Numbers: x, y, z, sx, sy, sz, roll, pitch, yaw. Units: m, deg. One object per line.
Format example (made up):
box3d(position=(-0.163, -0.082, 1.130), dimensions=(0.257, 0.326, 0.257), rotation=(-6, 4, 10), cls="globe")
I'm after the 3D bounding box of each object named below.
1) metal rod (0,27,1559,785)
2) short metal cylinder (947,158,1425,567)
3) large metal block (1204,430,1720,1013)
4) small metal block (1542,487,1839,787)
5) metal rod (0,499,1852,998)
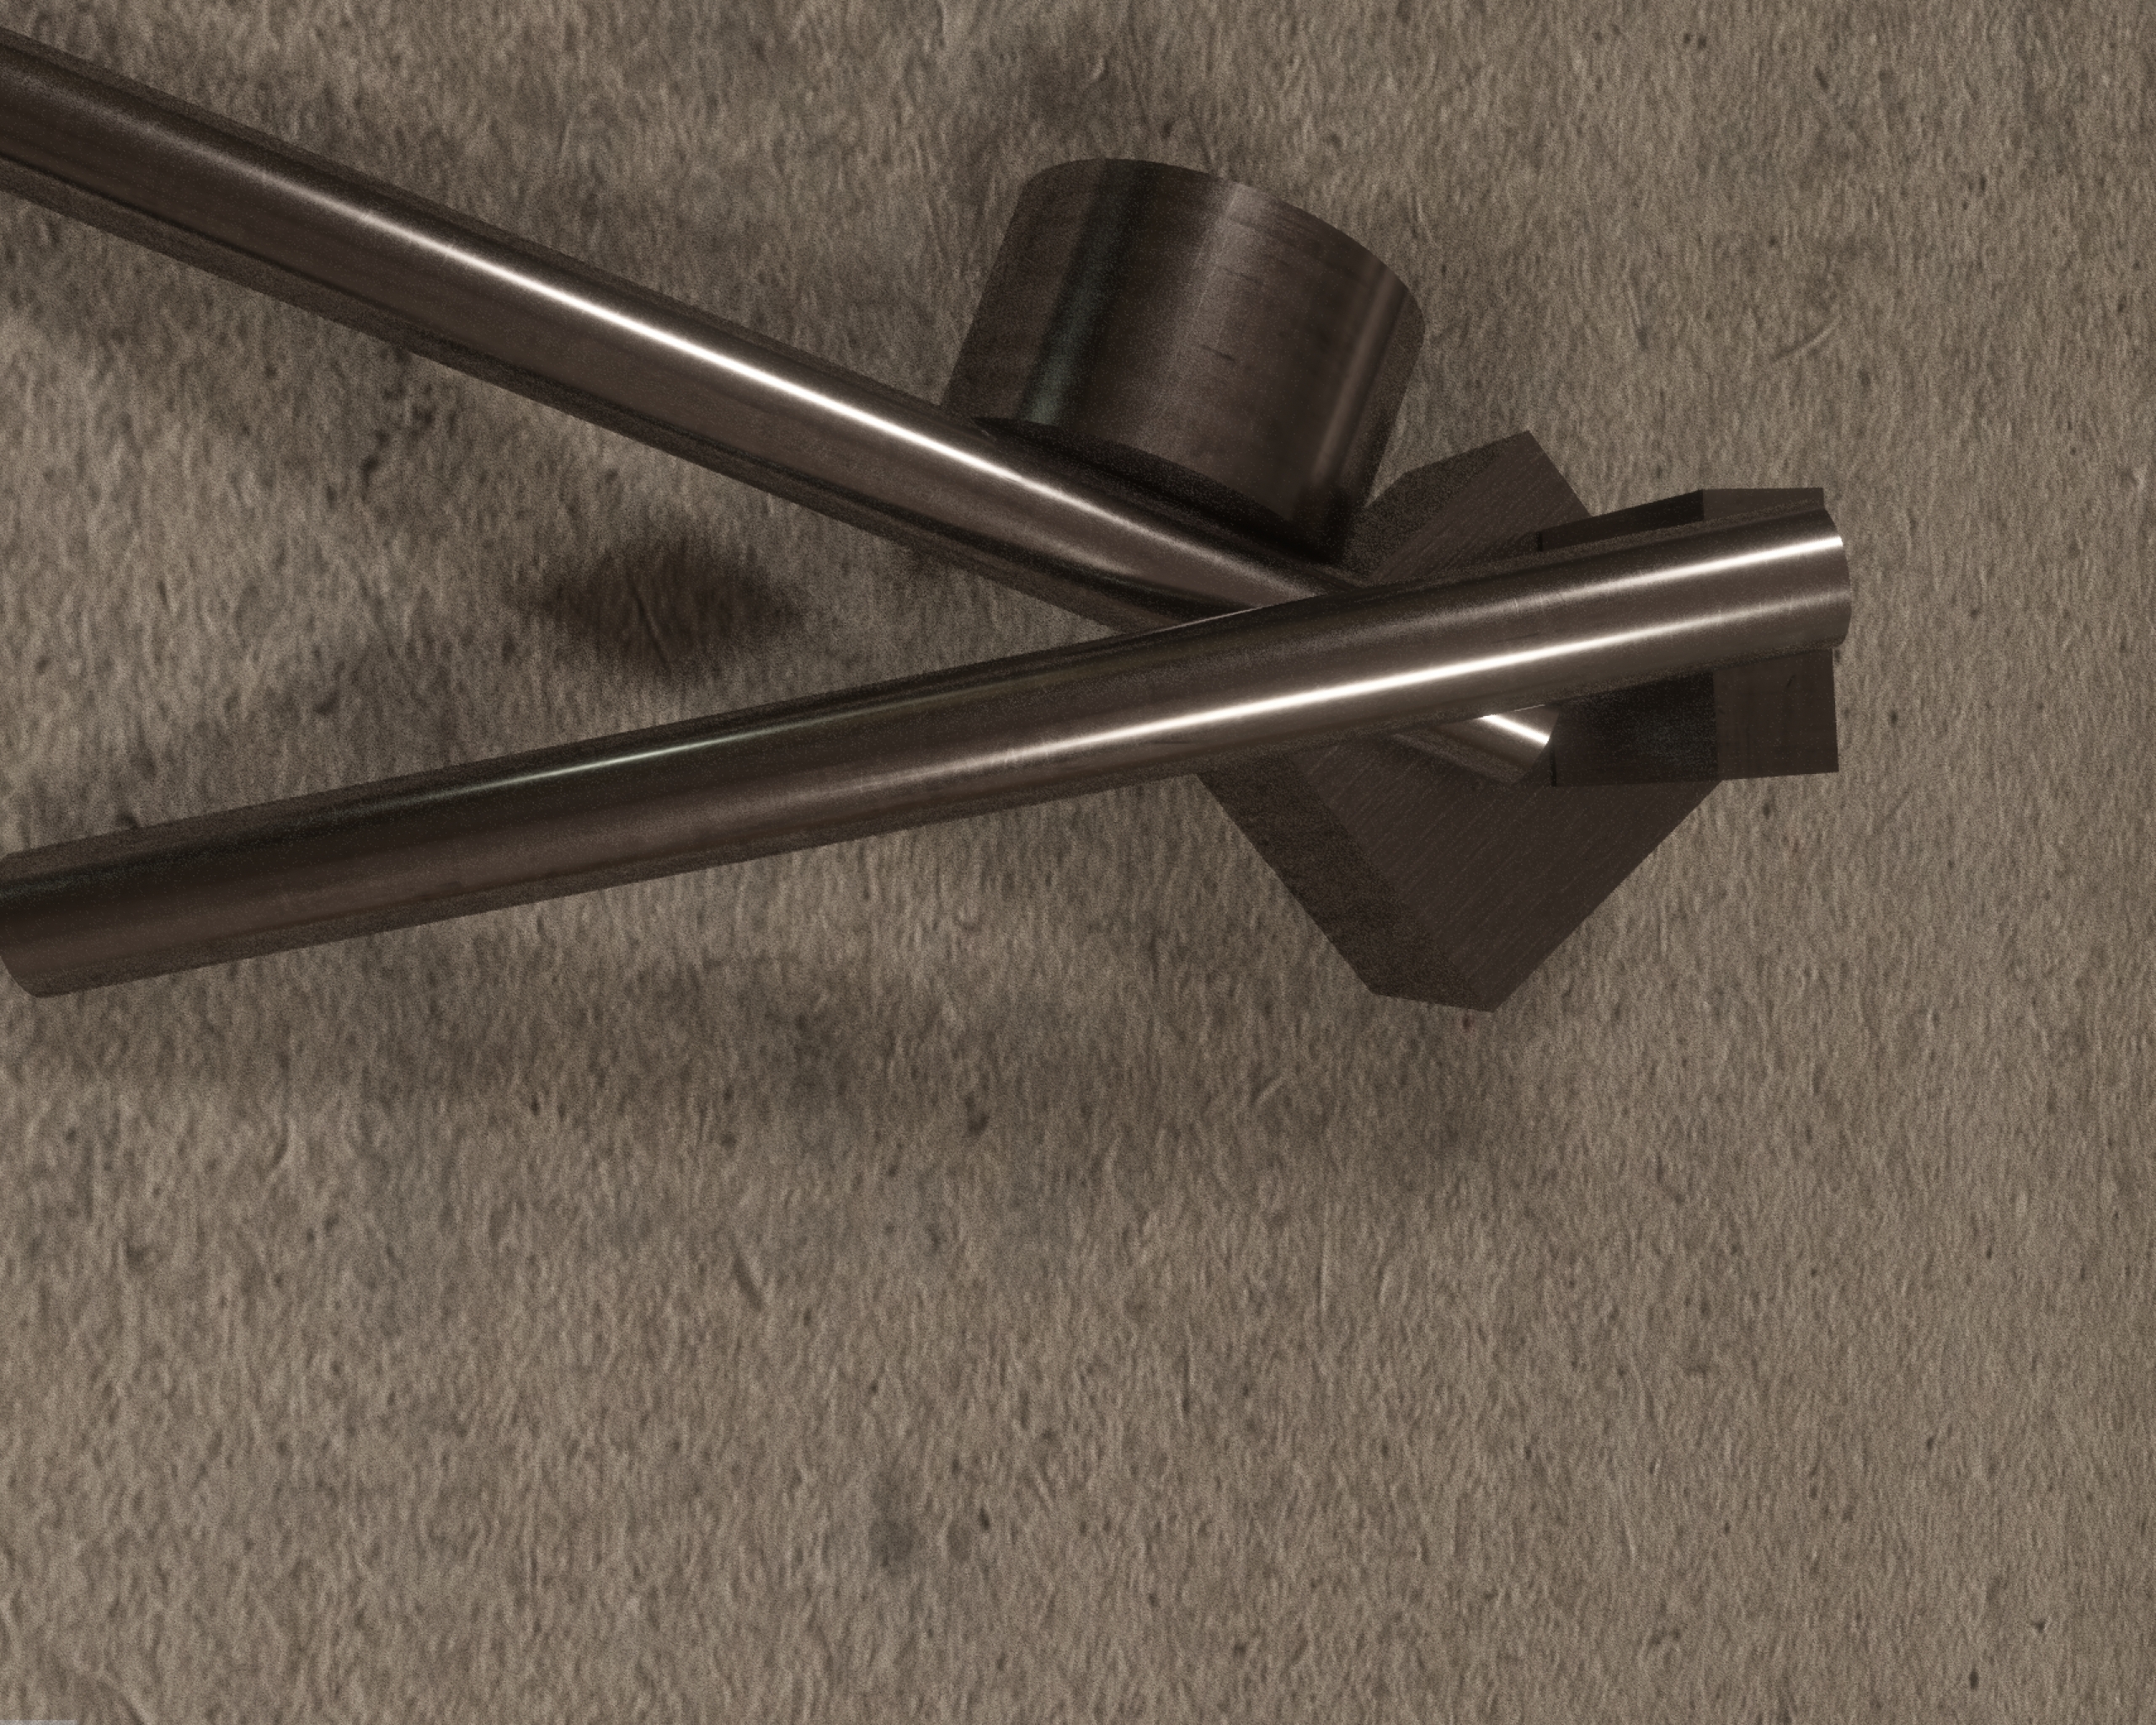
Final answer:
box3d(position=(-0.057, -0.078, 0.359), dimensions=(0.302, 0.025, 0.025), rotation=(21, 83, -8), cls="metal rod")
box3d(position=(0.018, -0.087, 0.390), dimensions=(0.080, 0.080, 0.050), rotation=(22, 83, -19), cls="short metal cylinder")
box3d(position=(0.075, -0.028, 0.424), dimensions=(0.080, 0.050, 0.080), rotation=(-43, 103, -14), cls="large metal block")
box3d(position=(0.111, -0.040, 0.383), dimensions=(0.025, 0.050, 0.050), rotation=(-4, 92, -20), cls="small metal block")
box3d(position=(-0.026, -0.019, 0.345), dimensions=(0.302, 0.025, 0.025), rotation=(-11, 94, 1), cls="metal rod")
